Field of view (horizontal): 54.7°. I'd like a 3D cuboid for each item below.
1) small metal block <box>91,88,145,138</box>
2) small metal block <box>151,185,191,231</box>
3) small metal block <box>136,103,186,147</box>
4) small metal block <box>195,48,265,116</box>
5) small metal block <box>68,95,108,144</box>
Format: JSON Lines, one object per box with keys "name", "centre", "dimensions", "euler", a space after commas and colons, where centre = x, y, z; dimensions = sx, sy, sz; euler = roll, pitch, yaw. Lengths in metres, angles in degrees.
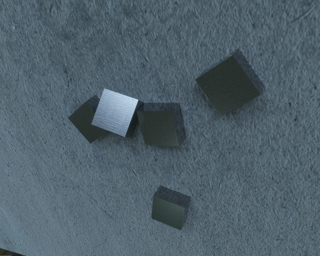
{"name": "small metal block", "centre": [-0.055, -0.019, 0.408], "dimensions": [0.050, 0.025, 0.050], "euler": [20, 90, 16]}
{"name": "small metal block", "centre": [0.016, 0.122, 0.474], "dimensions": [0.050, 0.025, 0.050], "euler": [17, 125, 18]}
{"name": "small metal block", "centre": [0.002, -0.005, 0.403], "dimensions": [0.050, 0.025, 0.050], "euler": [2, 119, 27]}
{"name": "small metal block", "centre": [0.076, -0.049, 0.336], "dimensions": [0.050, 0.025, 0.050], "euler": [-30, 102, 38]}
{"name": "small metal block", "centre": [-0.097, -0.012, 0.451], "dimensions": [0.050, 0.025, 0.050], "euler": [-33, 100, 38]}
